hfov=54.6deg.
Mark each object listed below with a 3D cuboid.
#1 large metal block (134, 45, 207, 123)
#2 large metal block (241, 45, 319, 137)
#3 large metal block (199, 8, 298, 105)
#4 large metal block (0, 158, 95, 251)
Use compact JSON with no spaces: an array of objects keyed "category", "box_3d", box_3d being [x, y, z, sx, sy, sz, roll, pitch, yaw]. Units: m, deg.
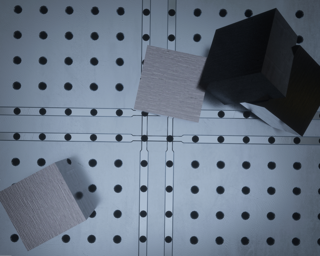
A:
[{"category":"large metal block","box_3d":[0.016,-0.054,0.401,0.080,0.050,0.080,12,90,0]},{"category":"large metal block","box_3d":[0.155,-0.047,0.385,0.080,0.050,0.080,29,90,-30]},{"category":"large metal block","box_3d":[0.101,-0.077,0.355,0.050,0.080,0.080,32,68,-35]},{"category":"large metal block","box_3d":[-0.144,0.095,0.400,0.080,0.050,0.080,-28,90,0]}]
